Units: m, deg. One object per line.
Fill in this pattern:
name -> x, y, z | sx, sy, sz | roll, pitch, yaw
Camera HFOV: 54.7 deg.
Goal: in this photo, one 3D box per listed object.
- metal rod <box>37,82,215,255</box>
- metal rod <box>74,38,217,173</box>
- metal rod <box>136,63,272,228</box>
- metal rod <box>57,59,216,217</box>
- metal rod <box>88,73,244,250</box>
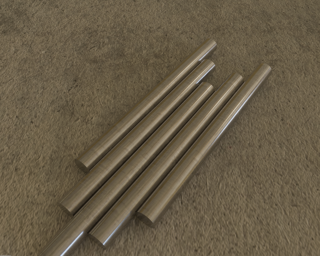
metal rod -> -0.019, 0.036, 0.374 | 0.025, 0.025, 0.301 | 29, 56, 22
metal rod -> -0.003, -0.047, 0.444 | 0.025, 0.025, 0.301 | 29, 56, 22
metal rod -> 0.073, 0.003, 0.402 | 0.025, 0.025, 0.301 | 29, 56, 22
metal rod -> -0.012, -0.005, 0.409 | 0.025, 0.025, 0.301 | 29, 56, 22
metal rod -> 0.026, 0.021, 0.387 | 0.025, 0.025, 0.301 | 29, 56, 22
